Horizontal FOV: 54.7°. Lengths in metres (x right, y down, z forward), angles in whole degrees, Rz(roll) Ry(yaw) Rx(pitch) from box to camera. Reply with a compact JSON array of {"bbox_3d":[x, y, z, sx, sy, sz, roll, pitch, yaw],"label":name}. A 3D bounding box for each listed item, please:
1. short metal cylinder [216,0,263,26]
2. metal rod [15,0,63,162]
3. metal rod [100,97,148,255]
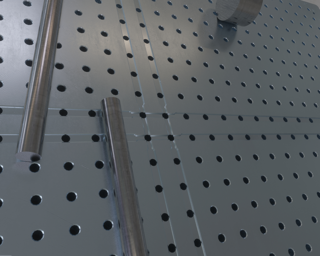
[{"bbox_3d":[0.153,-0.245,0.605,0.050,0.080,0.080,6,59,-25],"label":"short metal cylinder"},{"bbox_3d":[-0.144,-0.100,0.391,0.025,0.025,0.299,10,57,-23],"label":"metal rod"},{"bbox_3d":[-0.032,0.099,0.330,0.025,0.025,0.299,1,61,-28],"label":"metal rod"}]
